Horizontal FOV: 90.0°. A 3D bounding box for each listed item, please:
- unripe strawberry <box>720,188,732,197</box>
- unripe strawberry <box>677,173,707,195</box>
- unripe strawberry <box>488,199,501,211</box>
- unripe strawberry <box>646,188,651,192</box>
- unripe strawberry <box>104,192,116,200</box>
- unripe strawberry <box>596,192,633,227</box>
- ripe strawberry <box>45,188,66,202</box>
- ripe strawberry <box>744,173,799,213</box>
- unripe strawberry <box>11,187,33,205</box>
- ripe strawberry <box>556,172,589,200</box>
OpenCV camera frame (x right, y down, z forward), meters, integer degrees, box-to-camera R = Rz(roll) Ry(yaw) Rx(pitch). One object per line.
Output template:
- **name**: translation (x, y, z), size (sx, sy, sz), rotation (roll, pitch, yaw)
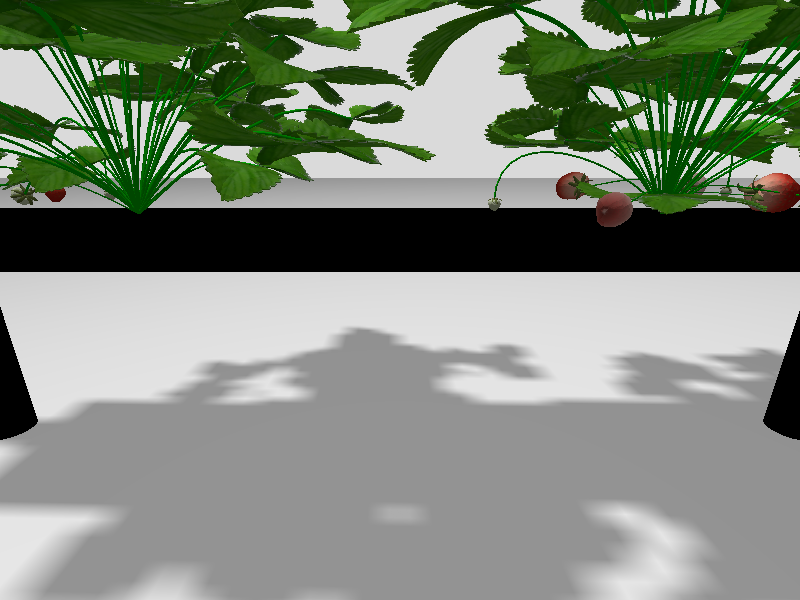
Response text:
- **unripe strawberry**: translation (0.367, -0.121, 0.452), size (0.011, 0.011, 0.010), rotation (-15, 23, -37)
- **unripe strawberry**: translation (0.378, -0.148, 0.518), size (0.032, 0.033, 0.034), rotation (14, 23, 37)
- **unripe strawberry**: translation (0.079, -0.080, 0.336), size (0.010, 0.010, 0.009), rotation (-1, 18, -2)
- **unripe strawberry**: translation (0.306, -0.129, 0.488), size (0.012, 0.014, 0.014), rotation (9, -2, 26)
- **unripe strawberry**: translation (-0.324, -0.117, 0.448), size (0.011, 0.010, 0.010), rotation (-16, 24, -39)
- **unripe strawberry**: translation (0.142, -0.060, 0.268), size (0.024, 0.023, 0.022), rotation (-17, 25, -40)
- **ripe strawberry**: translation (-0.387, -0.120, 0.450), size (0.021, 0.020, 0.019), rotation (38, 34, 21)
- **ripe strawberry**: translation (0.318, -0.091, 0.339), size (0.038, 0.032, 0.038), rotation (1, 18, 0)
- **unripe strawberry**: translation (-0.407, -0.112, 0.431), size (0.020, 0.019, 0.018), rotation (4, 18, 27)
- **ripe strawberry**: translation (0.203, -0.136, 0.478), size (0.037, 0.032, 0.037), rotation (-3, 18, -8)
